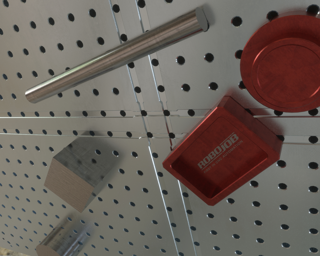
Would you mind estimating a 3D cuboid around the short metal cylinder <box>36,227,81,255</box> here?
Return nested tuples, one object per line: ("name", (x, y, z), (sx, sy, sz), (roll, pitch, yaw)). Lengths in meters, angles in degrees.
("short metal cylinder", (-0.220, 0.265, 0.675), (0.080, 0.050, 0.079), (13, 124, 21))

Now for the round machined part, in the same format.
("round machined part", (0.126, -0.058, 0.298), (0.098, 0.042, 0.097), (13, 124, 21))

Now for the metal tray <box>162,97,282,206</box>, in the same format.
("metal tray", (0.073, 0.034, 0.390), (0.090, 0.030, 0.129), (40, 129, 0))

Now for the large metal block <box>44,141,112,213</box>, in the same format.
("large metal block", (-0.139, 0.083, 0.519), (0.080, 0.050, 0.079), (35, 129, 4))

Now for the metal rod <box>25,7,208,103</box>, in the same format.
("metal rod", (-0.078, -0.081, 0.401), (0.300, 0.025, 0.025), (-14, 111, 34))
